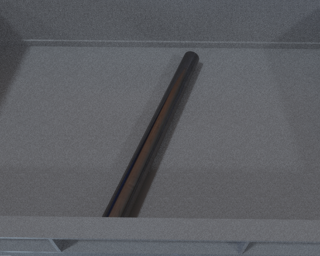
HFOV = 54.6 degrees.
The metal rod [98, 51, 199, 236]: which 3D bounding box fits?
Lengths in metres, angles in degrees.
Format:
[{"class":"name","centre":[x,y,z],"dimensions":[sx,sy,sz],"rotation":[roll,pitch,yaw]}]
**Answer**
[{"class":"metal rod","centre":[-0.001,-0.004,0.406],"dimensions":[0.025,0.025,0.301],"rotation":[16,52,13]}]
